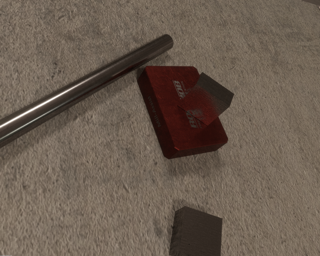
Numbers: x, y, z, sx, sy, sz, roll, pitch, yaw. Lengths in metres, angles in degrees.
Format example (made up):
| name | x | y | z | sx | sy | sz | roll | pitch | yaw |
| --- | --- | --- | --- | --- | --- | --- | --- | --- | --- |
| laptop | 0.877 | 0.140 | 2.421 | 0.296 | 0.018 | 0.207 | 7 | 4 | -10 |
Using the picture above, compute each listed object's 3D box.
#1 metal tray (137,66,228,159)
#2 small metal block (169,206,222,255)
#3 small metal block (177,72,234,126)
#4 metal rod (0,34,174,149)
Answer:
| name | x | y | z | sx | sy | sz | roll | pitch | yaw |
| --- | --- | --- | --- | --- | --- | --- | --- | --- | --- |
| metal tray | 0.031 | -0.026 | 0.435 | 0.091 | 0.030 | 0.130 | -6 | 65 | -31 |
| small metal block | 0.042 | 0.123 | 0.353 | 0.050 | 0.025 | 0.050 | 22 | 53 | -15 |
| small metal block | 0.059 | -0.037 | 0.405 | 0.050 | 0.050 | 0.025 | 33 | 51 | -7 |
| metal rod | -0.079 | -0.063 | 0.400 | 0.025 | 0.025 | 0.302 | 47 | 51 | 4 |
